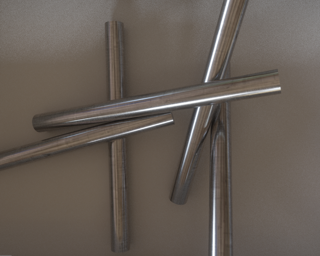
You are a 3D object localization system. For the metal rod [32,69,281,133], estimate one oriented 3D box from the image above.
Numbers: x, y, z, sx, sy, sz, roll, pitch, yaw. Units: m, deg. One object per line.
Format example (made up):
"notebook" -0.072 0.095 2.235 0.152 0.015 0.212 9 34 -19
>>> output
"metal rod" -0.021 -0.026 0.358 0.301 0.025 0.025 -8 90 21

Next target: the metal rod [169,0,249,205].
"metal rod" 0.056 -0.039 0.357 0.025 0.025 0.298 13 112 0

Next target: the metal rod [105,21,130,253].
"metal rod" -0.056 0.011 0.410 0.025 0.025 0.298 -2 90 0

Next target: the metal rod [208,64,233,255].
"metal rod" 0.069 0.050 0.352 0.025 0.025 0.299 5 66 0

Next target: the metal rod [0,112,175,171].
"metal rod" -0.130 0.023 0.393 0.301 0.025 0.025 -15 90 6
